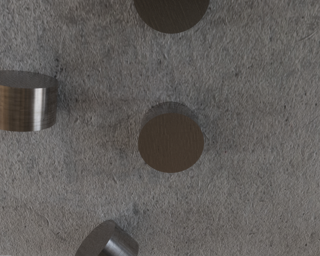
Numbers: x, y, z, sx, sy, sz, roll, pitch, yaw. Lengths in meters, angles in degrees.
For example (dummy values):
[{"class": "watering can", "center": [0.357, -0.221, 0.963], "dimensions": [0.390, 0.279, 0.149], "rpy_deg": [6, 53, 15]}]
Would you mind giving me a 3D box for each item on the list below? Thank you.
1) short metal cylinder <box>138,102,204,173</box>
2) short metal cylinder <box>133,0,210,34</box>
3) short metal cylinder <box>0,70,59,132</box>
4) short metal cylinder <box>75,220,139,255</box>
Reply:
[{"class": "short metal cylinder", "center": [0.014, 0.011, 0.400], "dimensions": [0.081, 0.050, 0.079], "rpy_deg": [0, 110, 0]}, {"class": "short metal cylinder", "center": [0.012, -0.147, 0.342], "dimensions": [0.081, 0.050, 0.079], "rpy_deg": [0, 110, 0]}, {"class": "short metal cylinder", "center": [-0.164, -0.034, 0.366], "dimensions": [0.081, 0.080, 0.050], "rpy_deg": [9, 110, -4]}, {"class": "short metal cylinder", "center": [-0.077, 0.181, 0.446], "dimensions": [0.080, 0.080, 0.050], "rpy_deg": [-38, 106, 13]}]
